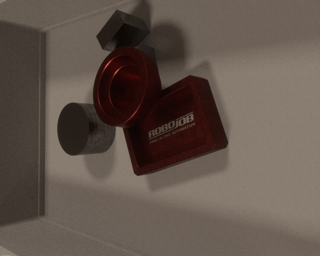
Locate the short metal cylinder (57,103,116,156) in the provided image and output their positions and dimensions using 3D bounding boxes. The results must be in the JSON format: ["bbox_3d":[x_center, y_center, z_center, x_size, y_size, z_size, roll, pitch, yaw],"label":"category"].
[{"bbox_3d":[-0.115,0.002,0.483,0.080,0.050,0.079,0,90,39],"label":"short metal cylinder"}]

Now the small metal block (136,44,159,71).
[{"bbox_3d":[-0.031,-0.081,0.430,0.050,0.025,0.050,-19,78,38],"label":"small metal block"}]

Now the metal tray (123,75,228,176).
[{"bbox_3d":[0.011,0.001,0.392,0.130,0.030,0.090,-25,75,37],"label":"metal tray"}]

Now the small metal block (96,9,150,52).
[{"bbox_3d":[-0.051,-0.130,0.430,0.050,0.050,0.025,-41,66,32],"label":"small metal block"}]

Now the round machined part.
[{"bbox_3d":[-0.037,-0.048,0.386,0.098,0.042,0.097,-8,78,41],"label":"round machined part"}]
